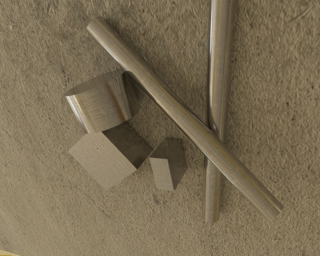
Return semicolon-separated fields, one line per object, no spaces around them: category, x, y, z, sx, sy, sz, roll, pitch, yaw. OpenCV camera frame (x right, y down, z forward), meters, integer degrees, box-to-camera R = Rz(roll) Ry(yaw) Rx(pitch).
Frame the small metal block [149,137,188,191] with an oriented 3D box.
small metal block;0.013;0.047;0.412;0.025;0.050;0.050;3;120;27

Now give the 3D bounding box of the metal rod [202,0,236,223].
metal rod;0.066;-0.001;0.370;0.025;0.025;0.298;11;123;22

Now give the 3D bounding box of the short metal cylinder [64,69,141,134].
short metal cylinder;-0.070;-0.034;0.385;0.080;0.080;0.050;-8;114;31

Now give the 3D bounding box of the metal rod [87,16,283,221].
metal rod;0.025;-0.015;0.357;0.300;0.025;0.025;47;129;5

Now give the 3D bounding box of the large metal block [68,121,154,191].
large metal block;-0.071;0.032;0.446;0.080;0.050;0.080;48;129;-6
